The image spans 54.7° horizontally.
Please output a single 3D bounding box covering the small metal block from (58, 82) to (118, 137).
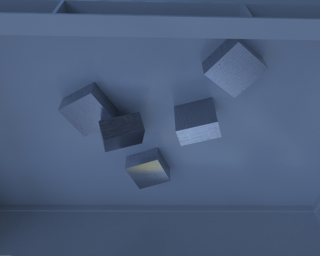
[{"bbox_3d":[-0.089,-0.022,0.389,0.050,0.025,0.050,-24,127,18],"label":"small metal block"}]

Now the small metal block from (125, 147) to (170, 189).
[{"bbox_3d":[-0.017,0.061,0.461,0.050,0.025,0.050,-17,128,14],"label":"small metal block"}]

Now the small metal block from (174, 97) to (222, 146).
[{"bbox_3d":[0.046,-0.009,0.386,0.050,0.050,0.025,-13,129,10],"label":"small metal block"}]

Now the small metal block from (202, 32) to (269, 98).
[{"bbox_3d":[0.084,-0.070,0.351,0.050,0.025,0.050,32,123,-25],"label":"small metal block"}]

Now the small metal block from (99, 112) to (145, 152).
[{"bbox_3d":[-0.048,0.006,0.391,0.050,0.025,0.050,-13,161,-13],"label":"small metal block"}]
